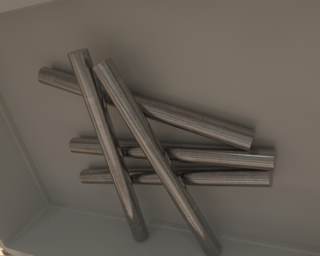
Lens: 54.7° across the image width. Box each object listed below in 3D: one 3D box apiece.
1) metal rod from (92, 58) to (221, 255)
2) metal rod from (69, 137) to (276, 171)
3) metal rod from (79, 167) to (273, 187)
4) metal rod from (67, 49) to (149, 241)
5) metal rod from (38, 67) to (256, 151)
[{"bbox_3d":[0.003,0.049,0.401,0.025,0.025,0.299,-19,109,35],"label":"metal rod"},{"bbox_3d":[-0.001,0.032,0.425,0.301,0.025,0.025,2,119,26],"label":"metal rod"},{"bbox_3d":[0.003,0.070,0.447,0.300,0.025,0.025,-5,116,30],"label":"metal rod"},{"bbox_3d":[-0.064,0.040,0.430,0.025,0.025,0.298,0,119,28],"label":"metal rod"},{"bbox_3d":[-0.030,-0.030,0.402,0.301,0.025,0.025,18,126,17],"label":"metal rod"}]
